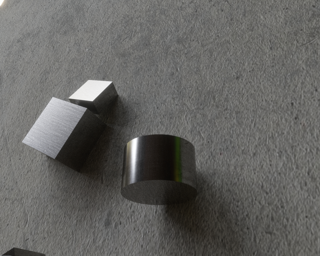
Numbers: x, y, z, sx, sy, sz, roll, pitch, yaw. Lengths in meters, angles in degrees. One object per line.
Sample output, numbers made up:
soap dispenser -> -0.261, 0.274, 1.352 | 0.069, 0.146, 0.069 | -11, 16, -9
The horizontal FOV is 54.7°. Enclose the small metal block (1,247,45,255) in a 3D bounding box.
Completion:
small metal block -> -0.160, 0.174, 0.365 | 0.025, 0.050, 0.050 | -34, 51, 6

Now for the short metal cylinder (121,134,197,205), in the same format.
short metal cylinder -> -0.001, 0.048, 0.339 | 0.080, 0.080, 0.050 | -13, 57, 21

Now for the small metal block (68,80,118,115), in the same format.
small metal block -> -0.102, -0.048, 0.477 | 0.050, 0.025, 0.050 | 9, 46, 31

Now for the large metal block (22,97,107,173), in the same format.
large metal block -> -0.139, 0.008, 0.456 | 0.080, 0.050, 0.080 | 18, 71, 35
